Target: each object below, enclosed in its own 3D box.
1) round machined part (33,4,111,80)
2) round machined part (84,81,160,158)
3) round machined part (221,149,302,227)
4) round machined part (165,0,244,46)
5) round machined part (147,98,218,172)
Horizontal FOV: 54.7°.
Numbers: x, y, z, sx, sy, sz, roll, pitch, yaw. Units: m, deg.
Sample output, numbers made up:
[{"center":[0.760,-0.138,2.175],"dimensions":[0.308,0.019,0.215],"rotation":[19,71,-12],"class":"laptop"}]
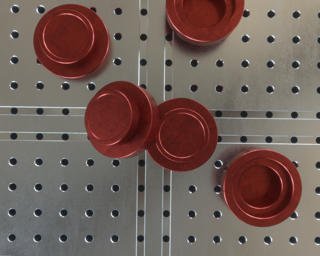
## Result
[{"center":[-0.116,-0.114,0.403],"dimensions":[0.099,0.042,0.097],"rotation":[0,90,-1],"class":"round machined part"},{"center":[-0.054,-0.011,0.385],"dimensions":[0.098,0.042,0.097],"rotation":[-3,83,25],"class":"round machined part"},{"center":[0.128,0.075,0.407],"dimensions":[0.099,0.042,0.097],"rotation":[0,90,-1],"class":"round machined part"},{"center":[0.056,-0.156,0.406],"dimensions":[0.099,0.042,0.097],"rotation":[0,90,-1],"class":"round machined part"},{"center":[0.027,0.009,0.405],"dimensions":[0.099,0.042,0.097],"rotation":[0,90,-1],"class":"round machined part"}]
